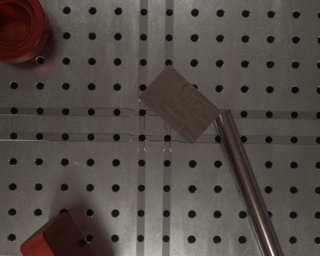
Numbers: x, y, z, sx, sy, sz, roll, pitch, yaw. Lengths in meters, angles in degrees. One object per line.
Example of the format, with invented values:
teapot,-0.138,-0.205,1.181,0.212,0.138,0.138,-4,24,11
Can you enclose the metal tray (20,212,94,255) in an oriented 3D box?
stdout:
metal tray,-0.107,0.176,0.379,0.030,0.090,0.130,-32,90,0

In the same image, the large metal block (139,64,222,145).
large metal block,0.023,-0.027,0.386,0.080,0.080,0.050,42,90,-1

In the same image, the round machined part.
round machined part,-0.192,-0.132,0.402,0.099,0.042,0.097,0,90,-1

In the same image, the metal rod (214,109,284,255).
metal rod,0.133,0.119,0.415,0.025,0.025,0.299,-20,90,0
